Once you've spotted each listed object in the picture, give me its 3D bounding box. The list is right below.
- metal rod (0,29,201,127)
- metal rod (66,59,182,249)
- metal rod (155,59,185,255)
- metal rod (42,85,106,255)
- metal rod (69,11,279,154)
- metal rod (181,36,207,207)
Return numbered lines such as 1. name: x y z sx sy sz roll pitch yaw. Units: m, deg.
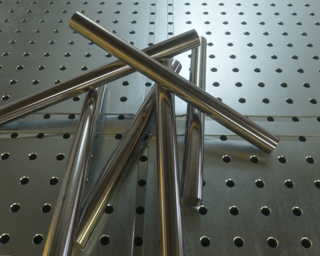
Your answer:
1. metal rod: -0.088 -0.068 0.422 0.301 0.025 0.025 -23 53 -2
2. metal rod: -0.032 0.008 0.400 0.025 0.025 0.301 17 52 14
3. metal rod: 0.008 0.026 0.367 0.025 0.025 0.300 -1 56 -1
4. metal rod: -0.092 0.029 0.363 0.025 0.025 0.300 0 44 0
5. metal rod: 0.016 -0.059 0.396 0.301 0.025 0.025 33 55 2
6. metal rod: 0.051 -0.033 0.435 0.025 0.025 0.300 5 50 4
